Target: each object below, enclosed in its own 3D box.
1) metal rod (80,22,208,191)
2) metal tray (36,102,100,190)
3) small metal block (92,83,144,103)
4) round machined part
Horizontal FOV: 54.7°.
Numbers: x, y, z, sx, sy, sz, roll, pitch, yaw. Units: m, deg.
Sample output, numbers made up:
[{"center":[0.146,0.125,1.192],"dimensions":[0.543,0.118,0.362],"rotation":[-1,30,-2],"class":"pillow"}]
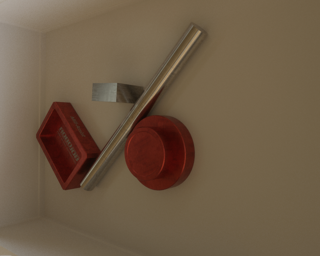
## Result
[{"center":[-0.035,-0.013,0.433],"dimensions":[0.298,0.025,0.025],"rotation":[-52,60,27],"class":"metal rod"},{"center":[-0.160,0.029,0.532],"dimensions":[0.130,0.030,0.090],"rotation":[52,120,27],"class":"metal tray"},{"center":[-0.060,-0.048,0.437],"dimensions":[0.050,0.050,0.025],"rotation":[6,94,39],"class":"small metal block"},{"center":[-0.008,0.032,0.400],"dimensions":[0.098,0.042,0.097],"rotation":[0,90,39],"class":"round machined part"}]
